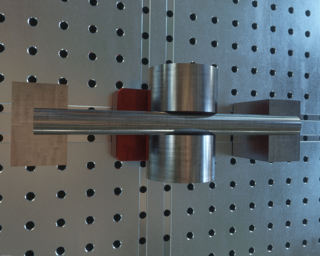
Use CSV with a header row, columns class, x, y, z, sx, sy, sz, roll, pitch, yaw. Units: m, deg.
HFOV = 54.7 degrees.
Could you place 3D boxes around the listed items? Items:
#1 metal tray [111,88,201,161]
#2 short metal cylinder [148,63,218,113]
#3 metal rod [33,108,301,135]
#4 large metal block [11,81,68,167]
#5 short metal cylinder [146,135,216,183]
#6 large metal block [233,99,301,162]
class,x,y,z,sx,sy,sz,roll,pitch,yaw
metal tray,0.004,-0.003,0.411,0.131,0.030,0.089,1,90,-20
short metal cylinder,0.026,-0.043,0.361,0.081,0.080,0.050,1,90,-20
metal rod,0.026,-0.005,0.336,0.302,0.025,0.025,1,90,-20
large metal block,-0.129,-0.004,0.335,0.050,0.080,0.080,1,90,-20
short metal cylinder,0.024,0.032,0.360,0.081,0.080,0.050,1,90,-20
large metal block,0.147,0.003,0.436,0.050,0.080,0.080,1,90,-20
